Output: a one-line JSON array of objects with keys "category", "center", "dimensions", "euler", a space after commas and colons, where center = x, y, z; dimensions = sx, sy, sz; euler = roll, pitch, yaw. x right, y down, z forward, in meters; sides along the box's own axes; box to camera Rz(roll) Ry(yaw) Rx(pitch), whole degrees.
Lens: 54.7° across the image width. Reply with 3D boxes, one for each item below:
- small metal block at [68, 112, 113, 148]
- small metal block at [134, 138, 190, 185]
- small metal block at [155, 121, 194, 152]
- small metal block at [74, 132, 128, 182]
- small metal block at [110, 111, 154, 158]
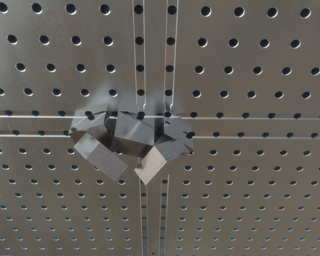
[{"category": "small metal block", "center": [-0.087, 0.011, 0.420], "dimensions": [0.050, 0.025, 0.050], "euler": [-15, 129, 12]}, {"category": "small metal block", "center": [0.003, 0.042, 0.396], "dimensions": [0.050, 0.025, 0.050], "euler": [-15, 150, -51]}, {"category": "small metal block", "center": [0.011, 0.025, 0.434], "dimensions": [0.050, 0.025, 0.050], "euler": [29, 124, -23]}, {"category": "small metal block", "center": [-0.075, 0.035, 0.388], "dimensions": [0.025, 0.050, 0.050], "euler": [-50, 122, -10]}, {"category": "small metal block", "center": [-0.035, 0.009, 0.402], "dimensions": [0.050, 0.050, 0.025], "euler": [14, 129, -13]}]
